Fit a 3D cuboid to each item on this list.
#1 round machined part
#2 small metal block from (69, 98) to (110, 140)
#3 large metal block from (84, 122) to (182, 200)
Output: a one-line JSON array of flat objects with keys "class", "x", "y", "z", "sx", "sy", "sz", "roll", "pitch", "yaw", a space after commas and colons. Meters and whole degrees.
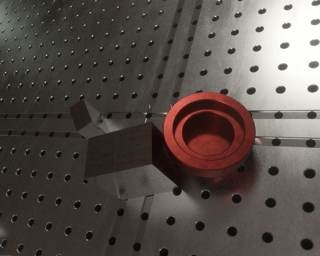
[{"class": "round machined part", "x": 0.054, "y": 0.011, "z": 0.349, "sx": 0.099, "sy": 0.042, "sz": 0.098, "roll": -2, "pitch": 59, "yaw": 4}, {"class": "small metal block", "x": -0.100, "y": -0.007, "z": 0.447, "sx": 0.025, "sy": 0.050, "sz": 0.050, "roll": -35, "pitch": 52, "yaw": 5}, {"class": "large metal block", "x": -0.028, "y": 0.042, "z": 0.360, "sx": 0.080, "sy": 0.080, "sz": 0.050, "roll": -14, "pitch": 56, "yaw": 20}]
